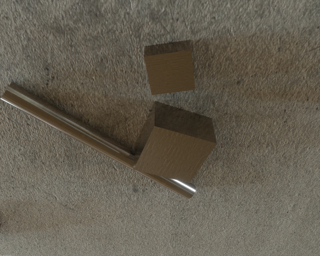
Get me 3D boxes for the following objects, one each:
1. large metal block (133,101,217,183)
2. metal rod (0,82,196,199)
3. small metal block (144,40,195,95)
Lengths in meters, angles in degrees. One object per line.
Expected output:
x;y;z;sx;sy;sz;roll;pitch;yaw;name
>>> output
0.017;0.020;0.409;0.081;0.050;0.079;16;128;-14;large metal block
-0.067;0.029;0.430;0.301;0.025;0.025;32;123;-25;metal rod
0.012;-0.068;0.350;0.050;0.025;0.050;-7;130;5;small metal block
